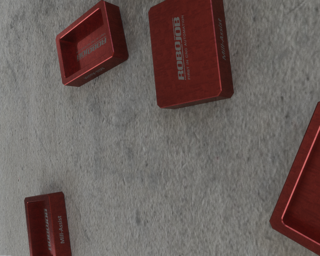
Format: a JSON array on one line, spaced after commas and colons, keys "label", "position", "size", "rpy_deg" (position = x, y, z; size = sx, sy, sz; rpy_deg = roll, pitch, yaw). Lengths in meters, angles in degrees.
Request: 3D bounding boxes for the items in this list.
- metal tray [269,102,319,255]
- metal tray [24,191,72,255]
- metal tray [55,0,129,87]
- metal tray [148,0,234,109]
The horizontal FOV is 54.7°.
[{"label": "metal tray", "position": [0.162, 0.049, 0.267], "size": [0.090, 0.030, 0.129], "rpy_deg": [26, 106, 36]}, {"label": "metal tray", "position": [-0.207, 0.187, 0.568], "size": [0.090, 0.030, 0.129], "rpy_deg": [-16, 80, 38]}, {"label": "metal tray", "position": [-0.112, -0.128, 0.490], "size": [0.130, 0.030, 0.090], "rpy_deg": [-19, 78, 38]}, {"label": "metal tray", "position": [0.034, -0.093, 0.372], "size": [0.090, 0.030, 0.129], "rpy_deg": [-9, 84, 39]}]
